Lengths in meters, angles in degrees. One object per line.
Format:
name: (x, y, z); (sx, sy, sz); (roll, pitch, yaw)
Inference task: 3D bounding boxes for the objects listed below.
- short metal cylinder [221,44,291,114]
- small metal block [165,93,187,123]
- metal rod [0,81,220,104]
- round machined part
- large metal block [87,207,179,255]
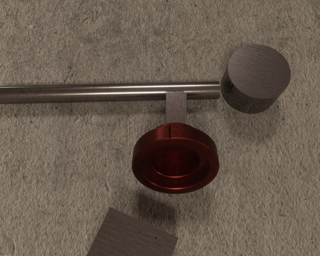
short metal cylinder: (0.127, -0.065, 0.420); (0.081, 0.050, 0.080); (0, 70, -1)
small metal block: (0.020, -0.011, 0.399); (0.025, 0.050, 0.050); (2, 70, 0)
metal rod: (-0.070, -0.048, 0.424); (0.302, 0.025, 0.025); (-1, 70, -1)
round machined part: (0.018, 0.032, 0.364); (0.099, 0.097, 0.042); (1, 42, 0)
large metal block: (-0.033, 0.143, 0.342); (0.080, 0.050, 0.080); (22, 71, 7)
